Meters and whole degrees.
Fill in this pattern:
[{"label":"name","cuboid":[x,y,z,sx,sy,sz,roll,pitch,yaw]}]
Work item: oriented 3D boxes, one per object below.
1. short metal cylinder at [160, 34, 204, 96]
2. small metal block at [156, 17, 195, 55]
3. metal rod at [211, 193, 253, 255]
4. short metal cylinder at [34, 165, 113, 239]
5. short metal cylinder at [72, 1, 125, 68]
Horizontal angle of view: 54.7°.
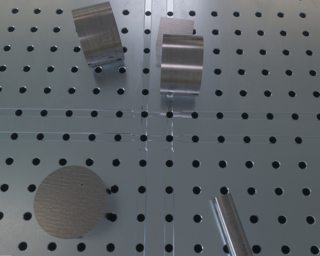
[{"label":"short metal cylinder","cuboid":[0.028,-0.083,0.413,0.050,0.080,0.080,3,70,1]},{"label":"small metal block","cuboid":[0.022,-0.134,0.461,0.050,0.025,0.050,8,70,2]},{"label":"metal rod","cuboid":[0.116,0.219,0.332,0.025,0.025,0.299,-15,71,-6]},{"label":"short metal cylinder","cuboid":[-0.099,0.089,0.365,0.081,0.050,0.080,0,70,0]},{"label":"short metal cylinder","cuboid":[-0.084,-0.128,0.429,0.050,0.080,0.080,-16,71,-6]}]
